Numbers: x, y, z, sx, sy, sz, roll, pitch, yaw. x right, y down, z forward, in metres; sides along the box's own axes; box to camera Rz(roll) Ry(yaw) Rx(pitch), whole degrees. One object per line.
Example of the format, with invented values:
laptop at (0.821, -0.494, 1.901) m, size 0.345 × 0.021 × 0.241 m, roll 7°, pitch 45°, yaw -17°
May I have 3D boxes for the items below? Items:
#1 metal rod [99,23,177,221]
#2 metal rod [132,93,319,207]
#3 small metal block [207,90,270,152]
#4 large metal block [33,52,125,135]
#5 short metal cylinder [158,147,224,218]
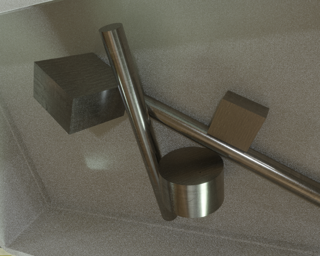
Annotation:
metal rod at (-0.017, 0.016, 0.399) m, size 0.025 × 0.025 × 0.298 m, roll 4°, pitch 129°, yaw 26°
metal rod at (0.089, 0.027, 0.377) m, size 0.301 × 0.025 × 0.025 m, roll 28°, pitch 128°, yaw 10°
small metal block at (0.089, -0.008, 0.356) m, size 0.050 × 0.025 × 0.050 m, roll 26°, pitch 128°, yaw 11°
large metal block at (-0.096, -0.046, 0.379) m, size 0.080 × 0.081 × 0.050 m, roll 40°, pitch 132°, yaw 26°
short metal cylinder at (0.040, 0.066, 0.392) m, size 0.080 × 0.080 × 0.050 m, roll 7°, pitch 121°, yaw 24°
